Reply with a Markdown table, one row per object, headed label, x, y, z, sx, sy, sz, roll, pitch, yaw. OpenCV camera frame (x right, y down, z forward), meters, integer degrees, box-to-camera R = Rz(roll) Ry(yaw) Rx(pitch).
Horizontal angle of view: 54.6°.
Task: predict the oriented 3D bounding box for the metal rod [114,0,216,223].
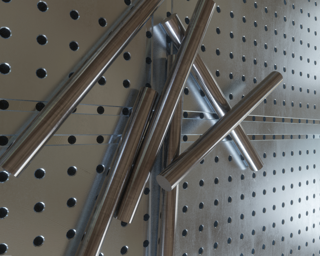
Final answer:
| label | x | y | z | sx | sy | sz | roll | pitch | yaw |
| --- | --- | --- | --- | --- | --- | --- | --- | --- | --- |
| metal rod | 0.009 | -0.029 | 0.392 | 0.025 | 0.025 | 0.299 | 28 | 80 | -37 |

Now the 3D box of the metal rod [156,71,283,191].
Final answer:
| label | x | y | z | sx | sy | sz | roll | pitch | yaw |
| --- | --- | --- | --- | --- | --- | --- | --- | --- | --- |
| metal rod | 0.104 | -0.010 | 0.460 | 0.302 | 0.025 | 0.025 | -38 | 114 | -33 |

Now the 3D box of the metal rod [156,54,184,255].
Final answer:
| label | x | y | z | sx | sy | sz | roll | pitch | yaw |
| --- | --- | --- | --- | --- | --- | --- | --- | --- | --- |
| metal rod | 0.014 | 0.051 | 0.419 | 0.025 | 0.025 | 0.298 | 5 | 87 | -40 |

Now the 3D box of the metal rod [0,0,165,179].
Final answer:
| label | x | y | z | sx | sy | sz | roll | pitch | yaw |
| --- | --- | --- | --- | --- | --- | --- | --- | --- | --- |
| metal rod | -0.069 | -0.075 | 0.350 | 0.025 | 0.025 | 0.300 | 48 | 62 | -30 |

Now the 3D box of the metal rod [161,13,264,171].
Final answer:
| label | x | y | z | sx | sy | sz | roll | pitch | yaw |
| --- | --- | --- | --- | --- | --- | --- | --- | --- | --- |
| metal rod | 0.092 | -0.040 | 0.484 | 0.025 | 0.025 | 0.300 | -52 | 120 | -27 |

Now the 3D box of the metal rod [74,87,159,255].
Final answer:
| label | x | y | z | sx | sy | sz | roll | pitch | yaw |
| --- | --- | --- | --- | --- | --- | --- | --- | --- | --- |
| metal rod | -0.062 | 0.089 | 0.356 | 0.025 | 0.025 | 0.299 | 31 | 71 | -36 |
